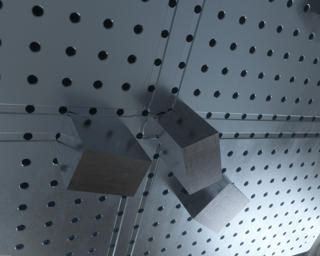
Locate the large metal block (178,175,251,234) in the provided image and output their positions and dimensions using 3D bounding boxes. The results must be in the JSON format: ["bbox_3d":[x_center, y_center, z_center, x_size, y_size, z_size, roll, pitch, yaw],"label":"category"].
[{"bbox_3d":[0.092,0.121,0.523,0.080,0.050,0.080,-46,130,4],"label":"large metal block"}]

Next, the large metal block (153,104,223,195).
[{"bbox_3d":[0.037,0.027,0.414,0.050,0.080,0.080,-23,127,-15],"label":"large metal block"}]

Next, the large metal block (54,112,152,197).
[{"bbox_3d":[-0.068,0.031,0.358,0.081,0.080,0.050,15,110,-35],"label":"large metal block"}]
